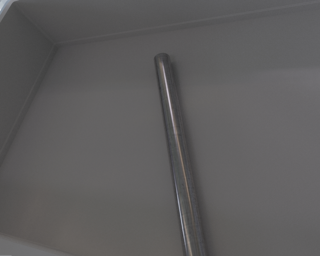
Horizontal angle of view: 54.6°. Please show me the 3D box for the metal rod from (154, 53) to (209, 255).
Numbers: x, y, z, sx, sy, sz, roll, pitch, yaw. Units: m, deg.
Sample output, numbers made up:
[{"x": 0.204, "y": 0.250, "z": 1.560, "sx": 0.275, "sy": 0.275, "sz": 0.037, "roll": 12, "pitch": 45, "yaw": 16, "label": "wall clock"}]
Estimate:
[{"x": 0.020, "y": 0.018, "z": 0.384, "sx": 0.025, "sy": 0.025, "sz": 0.300, "roll": -20, "pitch": 54, "yaw": 17, "label": "metal rod"}]
